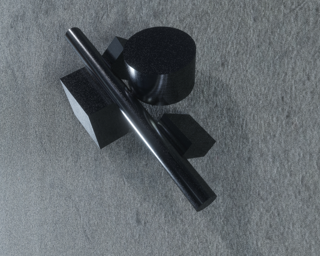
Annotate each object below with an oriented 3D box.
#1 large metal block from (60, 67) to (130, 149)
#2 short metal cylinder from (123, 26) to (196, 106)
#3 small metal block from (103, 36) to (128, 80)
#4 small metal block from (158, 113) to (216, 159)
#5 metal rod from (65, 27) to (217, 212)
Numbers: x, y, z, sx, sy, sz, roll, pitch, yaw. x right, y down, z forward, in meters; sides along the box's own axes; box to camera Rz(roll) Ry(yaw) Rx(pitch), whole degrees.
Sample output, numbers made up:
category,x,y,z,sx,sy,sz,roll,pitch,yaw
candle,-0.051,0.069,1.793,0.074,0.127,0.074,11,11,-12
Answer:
category,x,y,z,sx,sy,sz,roll,pitch,yaw
large metal block,-0.090,-0.030,0.439,0.080,0.050,0.080,48,159,28
short metal cylinder,0.001,-0.072,0.360,0.080,0.080,0.050,46,159,30
small metal block,-0.051,-0.095,0.430,0.050,0.050,0.025,-46,63,30
small metal block,0.029,0.009,0.361,0.050,0.050,0.025,48,119,29
metal rod,-0.038,-0.029,0.371,0.300,0.025,0.025,51,120,27
